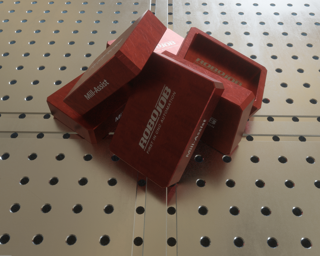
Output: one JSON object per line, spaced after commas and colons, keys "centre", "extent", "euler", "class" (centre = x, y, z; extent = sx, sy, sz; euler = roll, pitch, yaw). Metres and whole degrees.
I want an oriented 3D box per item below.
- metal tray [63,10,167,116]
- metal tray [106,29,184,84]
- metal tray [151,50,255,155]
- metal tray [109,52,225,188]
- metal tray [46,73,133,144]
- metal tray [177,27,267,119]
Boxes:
{"centre": [-0.056, -0.075, 0.372], "extent": [0.030, 0.130, 0.090], "euler": [42, 49, -21], "class": "metal tray"}
{"centre": [-0.005, -0.109, 0.472], "extent": [0.131, 0.030, 0.090], "euler": [-27, 57, -38], "class": "metal tray"}
{"centre": [0.045, -0.032, 0.391], "extent": [0.130, 0.090, 0.030], "euler": [31, 57, 23], "class": "metal tray"}
{"centre": [0.004, -0.010, 0.354], "extent": [0.090, 0.129, 0.030], "euler": [31, 18, 24], "class": "metal tray"}
{"centre": [-0.080, -0.047, 0.443], "extent": [0.090, 0.030, 0.131], "euler": [32, 57, 23], "class": "metal tray"}
{"centre": [0.084, -0.079, 0.440], "extent": [0.130, 0.030, 0.090], "euler": [28, 52, -6], "class": "metal tray"}
